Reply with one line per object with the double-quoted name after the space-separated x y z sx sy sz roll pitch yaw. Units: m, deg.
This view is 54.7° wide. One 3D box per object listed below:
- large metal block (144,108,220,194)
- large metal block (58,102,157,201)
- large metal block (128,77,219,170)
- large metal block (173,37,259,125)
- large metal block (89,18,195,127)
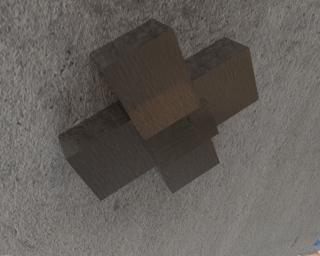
0.027 0.030 0.426 0.080 0.050 0.080 -32 129 -8 "large metal block"
-0.062 0.028 0.376 0.080 0.050 0.080 -32 129 -8 "large metal block"
0.010 -0.009 0.374 0.080 0.080 0.050 -32 129 -8 "large metal block"
0.073 -0.057 0.398 0.080 0.050 0.080 -32 129 -8 "large metal block"
-0.018 -0.061 0.345 0.080 0.050 0.080 -32 129 -8 "large metal block"
